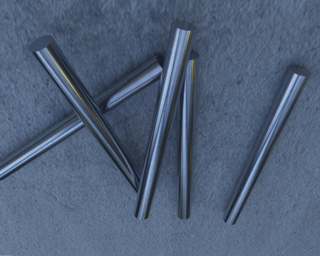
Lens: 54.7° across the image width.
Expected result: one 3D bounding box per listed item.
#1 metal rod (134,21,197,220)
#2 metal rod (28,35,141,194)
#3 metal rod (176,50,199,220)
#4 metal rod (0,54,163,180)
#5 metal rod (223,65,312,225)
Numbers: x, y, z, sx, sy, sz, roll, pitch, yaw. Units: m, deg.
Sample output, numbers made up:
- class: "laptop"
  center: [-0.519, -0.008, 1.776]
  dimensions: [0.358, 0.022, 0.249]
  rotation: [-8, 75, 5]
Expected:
- class: "metal rod"
  center: [-0.002, 0.017, 0.388]
  dimensions: [0.025, 0.025, 0.298]
  rotation: [7, 128, -7]
- class: "metal rod"
  center: [-0.065, 0.016, 0.392]
  dimensions: [0.025, 0.025, 0.299]
  rotation: [-14, 138, 11]
- class: "metal rod"
  center: [0.036, 0.033, 0.436]
  dimensions: [0.025, 0.025, 0.298]
  rotation: [-2, 130, 1]
- class: "metal rod"
  center: [-0.117, -0.003, 0.403]
  dimensions: [0.300, 0.025, 0.025]
  rotation: [-30, 124, 22]
- class: "metal rod"
  center: [0.142, 0.047, 0.449]
  dimensions: [0.025, 0.025, 0.298]
  rotation: [5, 130, -5]
